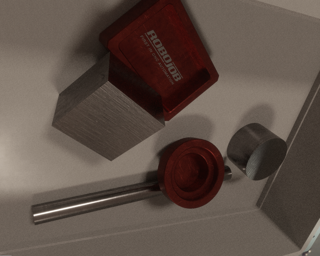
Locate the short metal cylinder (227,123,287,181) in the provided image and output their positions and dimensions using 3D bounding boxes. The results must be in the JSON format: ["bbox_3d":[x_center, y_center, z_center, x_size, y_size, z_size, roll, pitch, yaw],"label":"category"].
[{"bbox_3d":[0.157,0.038,0.505,0.081,0.050,0.079,-14,125,-21],"label":"short metal cylinder"}]

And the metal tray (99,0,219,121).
[{"bbox_3d":[0.005,-0.080,0.359,0.090,0.030,0.130,-40,130,-2],"label":"metal tray"}]

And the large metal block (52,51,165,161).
[{"bbox_3d":[-0.053,-0.019,0.331,0.080,0.050,0.080,-33,129,24],"label":"large metal block"}]

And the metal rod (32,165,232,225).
[{"bbox_3d":[-0.024,0.092,0.454,0.303,0.025,0.025,-7,122,-25],"label":"metal rod"}]

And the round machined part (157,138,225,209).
[{"bbox_3d":[0.040,0.062,0.445,0.099,0.042,0.097,-2,95,-26],"label":"round machined part"}]
